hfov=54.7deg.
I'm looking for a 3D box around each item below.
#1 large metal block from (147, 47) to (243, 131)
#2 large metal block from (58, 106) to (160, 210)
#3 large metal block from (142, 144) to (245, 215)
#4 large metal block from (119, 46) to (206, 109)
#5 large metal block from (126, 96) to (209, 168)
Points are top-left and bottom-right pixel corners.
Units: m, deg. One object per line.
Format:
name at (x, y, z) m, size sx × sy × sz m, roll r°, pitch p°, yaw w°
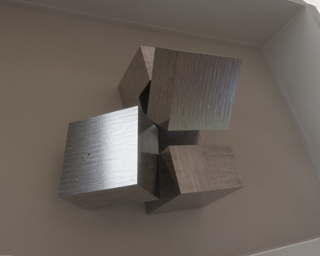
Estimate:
large metal block at (0.037, -0.043, 0.344) m, size 0.081 × 0.079 × 0.050 m, roll -1°, pitch 17°, yaw -29°
large metal block at (-0.048, 0.032, 0.313) m, size 0.050 × 0.080 × 0.080 m, roll 51°, pitch 32°, yaw -54°
large metal block at (0.033, 0.058, 0.351) m, size 0.081 × 0.080 × 0.050 m, roll 0°, pitch 62°, yaw -29°
large metal block at (0.001, -0.057, 0.404) m, size 0.081 × 0.080 × 0.050 m, roll -1°, pitch 63°, yaw -29°
large metal block at (0.009, 0.008, 0.391) m, size 0.081 × 0.050 × 0.080 m, roll -1°, pitch 62°, yaw -29°
